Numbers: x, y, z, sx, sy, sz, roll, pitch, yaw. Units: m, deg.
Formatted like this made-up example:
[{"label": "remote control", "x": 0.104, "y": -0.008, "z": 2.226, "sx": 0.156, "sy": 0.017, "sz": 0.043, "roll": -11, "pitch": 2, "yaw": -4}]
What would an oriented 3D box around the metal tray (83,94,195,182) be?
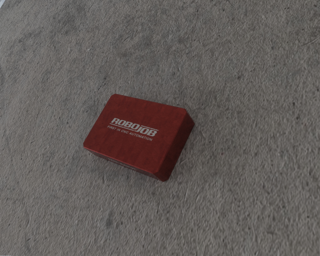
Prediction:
[{"label": "metal tray", "x": -0.030, "y": 0.008, "z": 0.413, "sx": 0.130, "sy": 0.030, "sz": 0.090, "roll": 15, "pitch": 69, "yaw": 34}]
